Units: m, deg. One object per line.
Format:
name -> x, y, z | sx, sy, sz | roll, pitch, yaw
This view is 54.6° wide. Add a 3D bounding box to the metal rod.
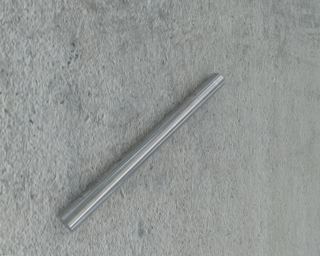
metal rod -> -0.005, 0.013, 0.402 | 0.301, 0.025, 0.025 | -43, 116, -31
